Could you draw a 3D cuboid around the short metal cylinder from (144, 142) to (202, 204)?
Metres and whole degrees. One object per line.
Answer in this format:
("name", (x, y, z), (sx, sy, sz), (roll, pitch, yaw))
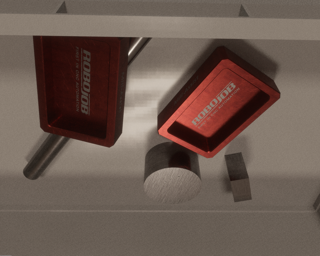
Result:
("short metal cylinder", (0.018, 0.066, 0.449), (0.081, 0.050, 0.079), (0, 130, 0))

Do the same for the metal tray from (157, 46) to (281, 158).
("metal tray", (0.068, -0.025, 0.385), (0.090, 0.030, 0.129), (27, 125, -22))

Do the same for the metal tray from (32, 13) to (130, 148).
("metal tray", (-0.085, -0.048, 0.336), (0.090, 0.030, 0.129), (13, 121, 7))

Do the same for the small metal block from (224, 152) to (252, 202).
("small metal block", (0.115, 0.072, 0.456), (0.025, 0.050, 0.050), (-12, 129, 9))

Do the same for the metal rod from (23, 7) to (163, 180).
("metal rod", (-0.099, -0.023, 0.387), (0.025, 0.025, 0.299), (31, 123, -24))
